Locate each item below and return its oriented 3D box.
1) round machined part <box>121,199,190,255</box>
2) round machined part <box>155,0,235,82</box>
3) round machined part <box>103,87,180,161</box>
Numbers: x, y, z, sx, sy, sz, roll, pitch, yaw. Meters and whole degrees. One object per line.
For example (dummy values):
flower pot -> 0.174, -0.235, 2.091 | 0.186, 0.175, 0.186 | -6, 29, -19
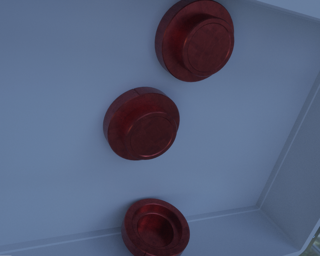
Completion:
round machined part -> -0.009, 0.156, 0.456 | 0.099, 0.098, 0.042 | 0, 130, -29
round machined part -> 0.047, -0.099, 0.364 | 0.099, 0.042, 0.097 | -14, 125, -21
round machined part -> -0.018, 0.001, 0.390 | 0.099, 0.042, 0.097 | -14, 125, -21
